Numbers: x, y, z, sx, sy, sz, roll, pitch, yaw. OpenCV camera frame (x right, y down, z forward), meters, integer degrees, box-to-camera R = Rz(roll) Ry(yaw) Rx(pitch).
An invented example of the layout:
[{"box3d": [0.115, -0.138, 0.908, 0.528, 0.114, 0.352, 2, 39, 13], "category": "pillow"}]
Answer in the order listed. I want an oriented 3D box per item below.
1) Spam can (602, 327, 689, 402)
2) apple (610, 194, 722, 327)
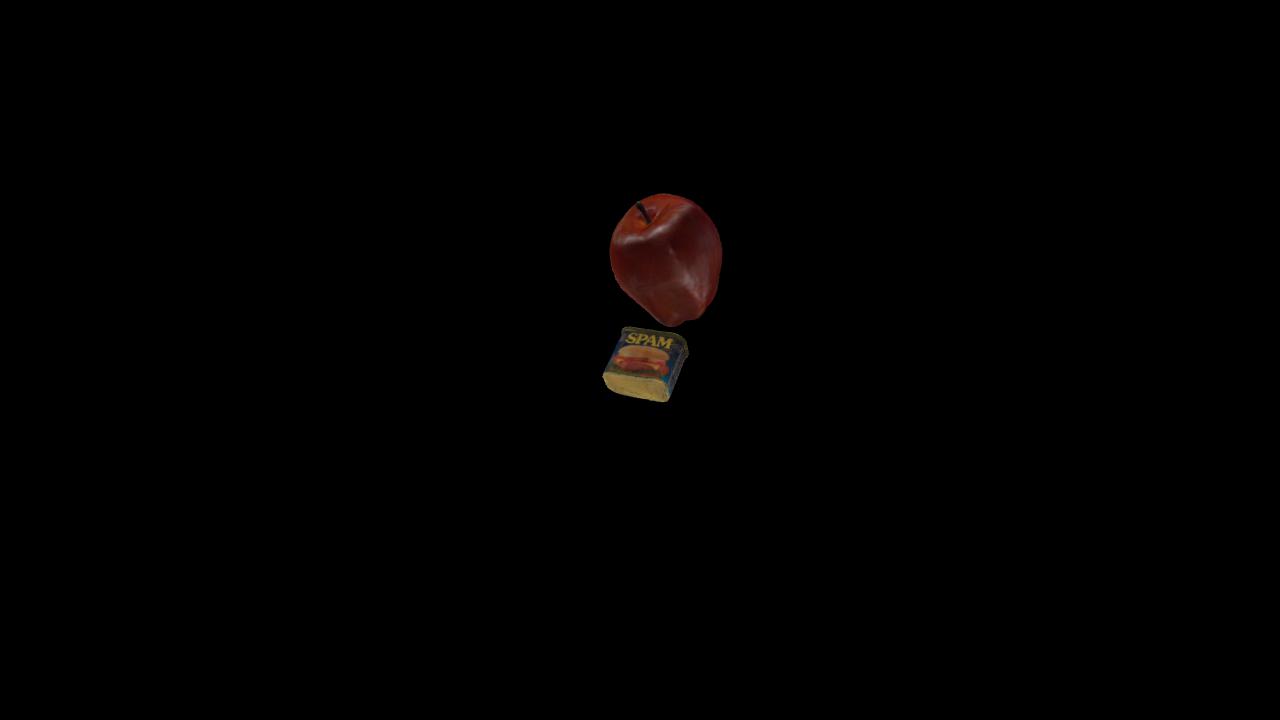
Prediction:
[{"box3d": [0.007, 0.006, 0.868, 0.101, 0.085, 0.058, 9, -36, 22], "category": "Spam can"}, {"box3d": [0.019, -0.072, 0.434, 0.079, 0.093, 0.079, -18, 36, 14], "category": "apple"}]
